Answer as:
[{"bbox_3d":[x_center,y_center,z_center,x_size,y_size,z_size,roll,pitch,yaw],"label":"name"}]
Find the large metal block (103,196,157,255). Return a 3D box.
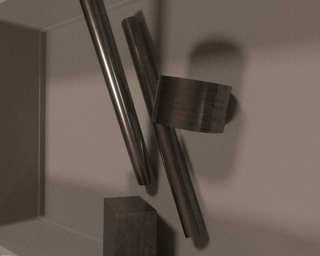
[{"bbox_3d":[-0.041,0.138,0.400,0.080,0.050,0.079,-178,88,-70],"label":"large metal block"}]

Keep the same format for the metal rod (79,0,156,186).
[{"bbox_3d":[-0.054,-0.063,0.368,0.025,0.025,0.298,4,118,39],"label":"metal rod"}]

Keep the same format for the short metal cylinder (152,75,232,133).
[{"bbox_3d":[0.034,-0.027,0.341,0.080,0.081,0.050,15,100,38],"label":"short metal cylinder"}]

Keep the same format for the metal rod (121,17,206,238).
[{"bbox_3d":[0.000,-0.011,0.404,0.025,0.025,0.299,-27,73,36],"label":"metal rod"}]
